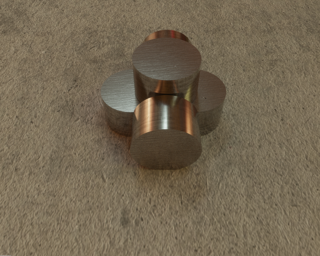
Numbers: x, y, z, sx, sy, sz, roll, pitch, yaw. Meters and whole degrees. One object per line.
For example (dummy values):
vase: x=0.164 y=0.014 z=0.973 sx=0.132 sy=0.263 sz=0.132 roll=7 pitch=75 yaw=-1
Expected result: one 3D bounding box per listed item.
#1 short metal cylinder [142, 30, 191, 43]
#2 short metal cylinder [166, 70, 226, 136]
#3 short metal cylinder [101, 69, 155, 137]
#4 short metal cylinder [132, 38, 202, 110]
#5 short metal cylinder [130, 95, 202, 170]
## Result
short metal cylinder: x=0.010 y=-0.093 z=0.448 sx=0.081 sy=0.080 sz=0.050 roll=0 pitch=50 yaw=-1
short metal cylinder: x=0.045 y=-0.034 z=0.418 sx=0.081 sy=0.050 sz=0.080 roll=0 pitch=50 yaw=0
short metal cylinder: x=-0.035 y=-0.034 z=0.416 sx=0.081 sy=0.050 sz=0.080 roll=0 pitch=50 yaw=0
short metal cylinder: x=0.008 y=-0.066 z=0.378 sx=0.081 sy=0.050 sz=0.080 roll=0 pitch=50 yaw=0
short metal cylinder: x=0.007 y=0.007 z=0.363 sx=0.081 sy=0.080 sz=0.050 roll=0 pitch=50 yaw=0
